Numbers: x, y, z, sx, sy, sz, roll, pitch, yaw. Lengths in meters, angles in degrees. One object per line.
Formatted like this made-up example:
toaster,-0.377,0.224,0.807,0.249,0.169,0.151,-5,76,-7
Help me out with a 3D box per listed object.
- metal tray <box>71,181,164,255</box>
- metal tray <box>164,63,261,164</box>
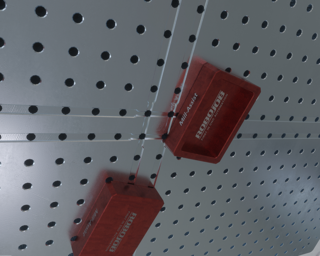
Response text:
metal tray,-0.063,0.145,0.462,0.091,0.030,0.129,18,109,-35
metal tray,0.074,-0.016,0.437,0.091,0.030,0.129,14,111,-34
